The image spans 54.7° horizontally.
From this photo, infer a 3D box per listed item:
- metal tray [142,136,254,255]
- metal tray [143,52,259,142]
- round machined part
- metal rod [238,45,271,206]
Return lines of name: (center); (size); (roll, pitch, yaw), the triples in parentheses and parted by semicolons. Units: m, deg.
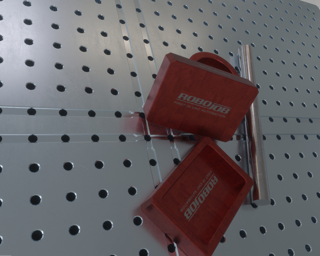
metal tray: (0.051, 0.081, 0.383); (0.090, 0.030, 0.131); (45, 51, 3)
metal tray: (0.054, -0.037, 0.415); (0.131, 0.089, 0.030); (14, 28, -21)
round machined part: (0.076, -0.066, 0.479); (0.099, 0.042, 0.098); (13, 56, -21)
metal rod: (0.149, -0.023, 0.502); (0.025, 0.025, 0.300); (18, 55, -18)
